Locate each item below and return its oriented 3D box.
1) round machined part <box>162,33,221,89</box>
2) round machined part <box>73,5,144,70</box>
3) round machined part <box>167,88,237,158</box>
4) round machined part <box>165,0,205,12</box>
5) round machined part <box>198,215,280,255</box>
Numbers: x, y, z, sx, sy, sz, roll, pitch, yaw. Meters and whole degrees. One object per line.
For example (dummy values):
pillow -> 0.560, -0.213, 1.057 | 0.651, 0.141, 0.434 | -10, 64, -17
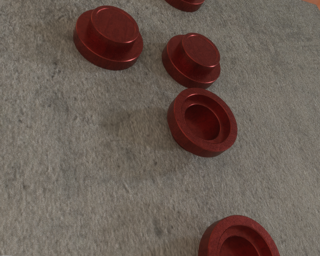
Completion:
round machined part -> 0.056, -0.112, 0.494 | 0.099, 0.042, 0.098 | 14, 56, -21
round machined part -> -0.069, -0.133, 0.438 | 0.099, 0.042, 0.098 | 14, 56, -21
round machined part -> 0.054, -0.004, 0.426 | 0.099, 0.042, 0.098 | 14, 56, -21
round machined part -> 0.045, -0.271, 0.585 | 0.099, 0.042, 0.098 | 14, 56, -21
round machined part -> 0.085, 0.152, 0.348 | 0.099, 0.042, 0.098 | 14, 56, -21
